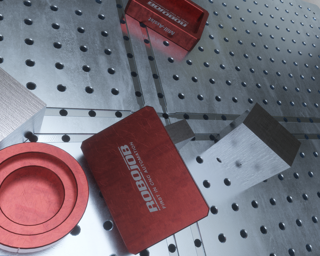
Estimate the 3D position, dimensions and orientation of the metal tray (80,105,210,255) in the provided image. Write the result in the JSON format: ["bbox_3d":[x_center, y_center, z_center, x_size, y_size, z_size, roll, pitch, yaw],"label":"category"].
[{"bbox_3d":[-0.017,0.053,0.331,0.090,0.030,0.130,-29,75,2],"label":"metal tray"}]

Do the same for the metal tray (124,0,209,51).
[{"bbox_3d":[0.015,-0.200,0.534,0.131,0.030,0.090,28,52,-10],"label":"metal tray"}]

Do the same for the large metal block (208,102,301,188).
[{"bbox_3d":[0.128,0.025,0.426,0.080,0.080,0.050,43,51,1],"label":"large metal block"}]

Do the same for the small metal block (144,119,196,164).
[{"bbox_3d":[0.008,0.018,0.385,0.050,0.050,0.025,-20,72,-35],"label":"small metal block"}]

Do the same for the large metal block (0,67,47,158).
[{"bbox_3d":[-0.175,-0.013,0.306,0.080,0.050,0.080,39,51,-2],"label":"large metal block"}]

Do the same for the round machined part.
[{"bbox_3d":[-0.121,0.066,0.292,0.099,0.042,0.098,13,56,-21],"label":"round machined part"}]
